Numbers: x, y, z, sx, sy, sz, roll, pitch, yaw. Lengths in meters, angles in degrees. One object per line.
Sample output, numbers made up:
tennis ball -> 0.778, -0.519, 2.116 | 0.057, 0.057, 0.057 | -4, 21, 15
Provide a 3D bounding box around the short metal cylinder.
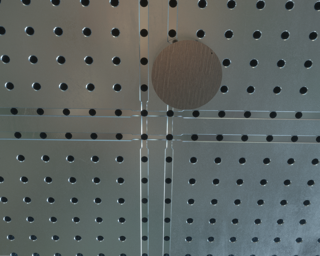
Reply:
short metal cylinder -> 0.031, -0.067, 0.375 | 0.080, 0.050, 0.079 | 0, 110, 0
